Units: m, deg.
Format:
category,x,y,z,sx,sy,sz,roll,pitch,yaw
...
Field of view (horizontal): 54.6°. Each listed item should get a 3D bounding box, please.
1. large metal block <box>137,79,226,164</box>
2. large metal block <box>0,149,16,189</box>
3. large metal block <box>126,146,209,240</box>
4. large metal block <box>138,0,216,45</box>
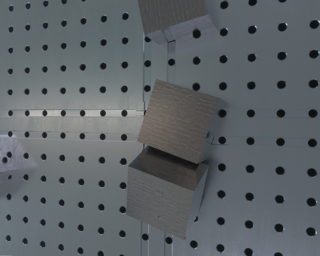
category,x,y,z,sx,sy,sz,roll,pitch,yaw
large metal block,0.028,-0.009,0.390,0.080,0.050,0.080,20,96,19
large metal block,-0.299,0.069,0.506,0.080,0.050,0.080,46,104,14
large metal block,0.007,0.077,0.380,0.080,0.050,0.079,18,124,19
large metal block,0.019,-0.161,0.393,0.080,0.050,0.080,-12,86,19
